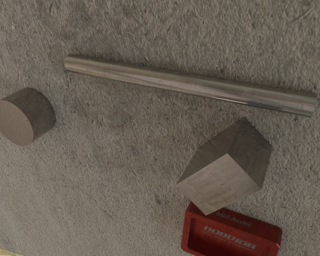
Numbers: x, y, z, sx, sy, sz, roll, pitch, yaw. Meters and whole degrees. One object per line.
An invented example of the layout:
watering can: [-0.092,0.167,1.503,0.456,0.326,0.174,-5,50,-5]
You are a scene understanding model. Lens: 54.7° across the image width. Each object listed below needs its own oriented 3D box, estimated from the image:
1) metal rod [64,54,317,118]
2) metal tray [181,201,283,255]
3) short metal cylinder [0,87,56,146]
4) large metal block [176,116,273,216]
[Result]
metal rod: [0.017,-0.055,0.363,0.301,0.025,0.025,13,124,20]
metal tray: [0.099,0.163,0.452,0.130,0.030,0.089,16,125,19]
short metal cylinder: [-0.215,-0.018,0.493,0.080,0.050,0.079,13,124,21]
large metal block: [0.076,0.043,0.358,0.050,0.080,0.080,46,129,-4]
